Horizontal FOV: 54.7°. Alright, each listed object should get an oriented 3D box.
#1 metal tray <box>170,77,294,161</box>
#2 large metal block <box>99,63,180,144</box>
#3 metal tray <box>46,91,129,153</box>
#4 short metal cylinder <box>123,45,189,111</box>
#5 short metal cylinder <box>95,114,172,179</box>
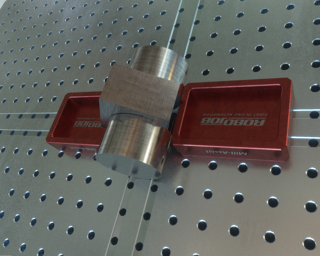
[{"bbox_3d":[0.085,-0.012,0.367,0.130,0.030,0.090,1,62,28],"label":"metal tray"},{"bbox_3d":[-0.027,-0.027,0.385,0.080,0.080,0.050,17,66,-2],"label":"large metal block"},{"bbox_3d":[-0.099,-0.010,0.463,0.130,0.030,0.090,1,62,28],"label":"metal tray"},{"bbox_3d":[-0.006,-0.064,0.415,0.080,0.080,0.050,1,63,29],"label":"short metal cylinder"},{"bbox_3d":[-0.031,0.024,0.374,0.080,0.080,0.050,2,63,29],"label":"short metal cylinder"}]
